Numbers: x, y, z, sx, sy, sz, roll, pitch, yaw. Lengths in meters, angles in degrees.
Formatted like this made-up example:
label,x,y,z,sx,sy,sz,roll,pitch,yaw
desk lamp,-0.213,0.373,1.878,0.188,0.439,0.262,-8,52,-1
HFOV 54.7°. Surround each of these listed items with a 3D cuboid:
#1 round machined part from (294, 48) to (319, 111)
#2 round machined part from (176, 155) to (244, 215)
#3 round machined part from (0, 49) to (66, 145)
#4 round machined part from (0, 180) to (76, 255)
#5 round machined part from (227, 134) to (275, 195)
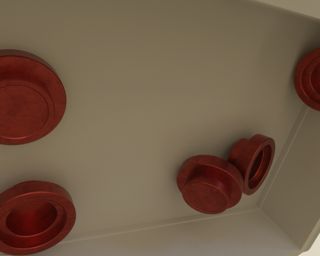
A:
label,x,y,z,sx,sy,sz,roll,pitch,yaw
round machined part,0.258,-0.075,0.464,0.042,0.098,0.097,-22,130,-40
round machined part,0.071,0.090,0.458,0.042,0.098,0.097,-61,157,-47
round machined part,-0.143,-0.024,0.305,0.099,0.042,0.097,-14,125,-21
round machined part,-0.156,0.103,0.377,0.099,0.042,0.097,-14,125,-21
round machined part,0.142,0.055,0.498,0.099,0.042,0.097,-27,128,-40
